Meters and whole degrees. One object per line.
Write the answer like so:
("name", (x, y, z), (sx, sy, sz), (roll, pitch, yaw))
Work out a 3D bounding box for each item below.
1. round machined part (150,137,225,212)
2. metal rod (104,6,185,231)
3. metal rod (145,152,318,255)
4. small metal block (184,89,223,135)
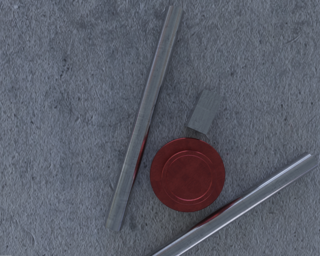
("round machined part", (0.036, 0.061, 0.402), (0.099, 0.042, 0.097), (0, 90, 0))
("metal rod", (-0.021, -0.013, 0.409), (0.025, 0.025, 0.298), (16, 90, 0))
("metal rod", (0.074, 0.123, 0.410), (0.301, 0.025, 0.025), (-33, 90, 0))
("small metal block", (0.054, -0.020, 0.398), (0.025, 0.050, 0.050), (24, 90, 0))
